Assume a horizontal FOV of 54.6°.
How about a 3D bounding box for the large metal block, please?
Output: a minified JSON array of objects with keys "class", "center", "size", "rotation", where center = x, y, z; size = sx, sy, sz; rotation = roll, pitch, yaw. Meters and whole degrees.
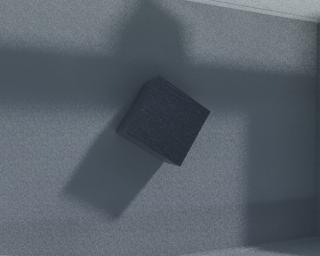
[{"class":"large metal block","center":[0.003,-0.008,0.395],"size":[0.080,0.050,0.080],"rotation":[33,79,-17]}]
